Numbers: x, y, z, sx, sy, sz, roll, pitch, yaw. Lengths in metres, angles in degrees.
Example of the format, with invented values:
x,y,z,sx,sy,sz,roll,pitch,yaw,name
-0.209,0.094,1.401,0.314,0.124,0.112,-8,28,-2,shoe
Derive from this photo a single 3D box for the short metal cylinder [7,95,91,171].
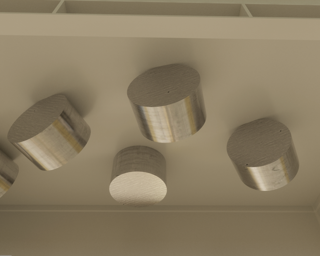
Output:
x,y,z,sx,sy,sz,roll,pitch,yaw,name
-0.132,0.005,0.375,0.080,0.080,0.050,-20,128,15,short metal cylinder

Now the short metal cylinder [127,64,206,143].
x,y,z,sx,sy,sz,roll,pitch,yaw,name
0.009,-0.029,0.349,0.080,0.080,0.050,-10,130,8,short metal cylinder

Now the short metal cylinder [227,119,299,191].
x,y,z,sx,sy,sz,roll,pitch,yaw,name
0.134,0.034,0.404,0.080,0.080,0.050,-21,127,16,short metal cylinder

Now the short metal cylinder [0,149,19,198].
x,y,z,sx,sy,sz,roll,pitch,yaw,name
-0.245,0.063,0.423,0.080,0.080,0.050,-20,128,15,short metal cylinder

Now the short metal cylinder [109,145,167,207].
x,y,z,sx,sy,sz,roll,pitch,yaw,name
-0.031,0.072,0.453,0.081,0.050,0.079,0,130,0,short metal cylinder
